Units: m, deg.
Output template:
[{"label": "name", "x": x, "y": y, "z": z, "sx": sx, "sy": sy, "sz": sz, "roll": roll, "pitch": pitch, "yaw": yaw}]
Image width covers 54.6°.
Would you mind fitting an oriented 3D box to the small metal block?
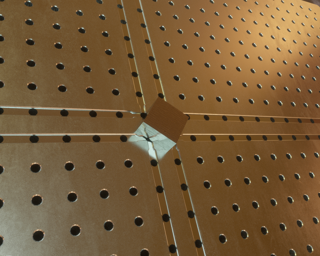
[{"label": "small metal block", "x": 0.004, "y": -0.006, "z": 0.413, "sx": 0.050, "sy": 0.025, "sz": 0.050, "roll": 34, "pitch": 52, "yaw": -7}]
